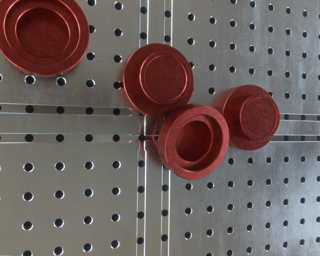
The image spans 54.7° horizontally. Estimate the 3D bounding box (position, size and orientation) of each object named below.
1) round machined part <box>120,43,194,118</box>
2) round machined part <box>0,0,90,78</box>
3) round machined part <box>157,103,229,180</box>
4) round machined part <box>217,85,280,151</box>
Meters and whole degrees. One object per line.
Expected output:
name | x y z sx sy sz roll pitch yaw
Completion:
round machined part | 0.001 -0.062 0.405 0.099 0.042 0.097 0 90 -21
round machined part | -0.134 -0.106 0.354 0.099 0.042 0.097 0 90 -21
round machined part | 0.040 0.015 0.411 0.099 0.042 0.097 -8 106 -27
round machined part | 0.135 -0.015 0.455 0.099 0.042 0.097 0 90 -21
